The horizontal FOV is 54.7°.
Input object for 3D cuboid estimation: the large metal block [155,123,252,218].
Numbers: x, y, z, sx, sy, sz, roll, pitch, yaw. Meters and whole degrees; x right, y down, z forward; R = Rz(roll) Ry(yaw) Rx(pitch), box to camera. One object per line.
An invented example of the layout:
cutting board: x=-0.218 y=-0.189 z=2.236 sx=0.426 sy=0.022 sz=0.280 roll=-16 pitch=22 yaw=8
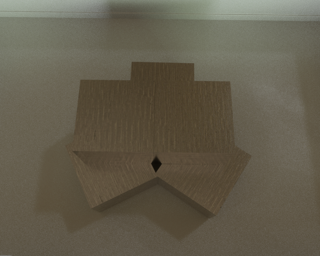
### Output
large metal block: x=0.050 y=0.051 z=0.375 sx=0.080 sy=0.050 sz=0.080 roll=32 pitch=73 yaw=11

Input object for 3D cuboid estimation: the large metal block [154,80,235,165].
large metal block: x=0.035 y=-0.005 z=0.342 sx=0.080 sy=0.050 sz=0.080 roll=1 pitch=70 yaw=0

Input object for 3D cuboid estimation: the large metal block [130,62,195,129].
large metal block: x=0.003 y=-0.039 z=0.409 sx=0.080 sy=0.050 sz=0.080 roll=2 pitch=70 yaw=0

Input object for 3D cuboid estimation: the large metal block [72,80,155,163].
large metal block: x=-0.046 y=-0.006 z=0.343 sx=0.080 sy=0.050 sz=0.080 roll=1 pitch=70 yaw=0

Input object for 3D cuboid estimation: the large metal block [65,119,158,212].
large metal block: x=-0.057 y=0.046 z=0.377 sx=0.080 sy=0.050 sz=0.080 roll=-25 pitch=72 yaw=-9
